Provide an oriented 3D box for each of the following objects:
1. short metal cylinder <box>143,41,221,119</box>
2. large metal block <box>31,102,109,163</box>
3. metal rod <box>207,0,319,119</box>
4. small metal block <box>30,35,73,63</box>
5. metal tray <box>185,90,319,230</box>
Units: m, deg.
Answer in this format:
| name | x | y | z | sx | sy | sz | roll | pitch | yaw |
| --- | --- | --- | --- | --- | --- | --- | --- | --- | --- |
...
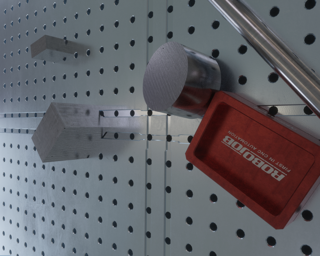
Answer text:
| name | x | y | z | sx | sy | sz | roll | pitch | yaw |
| --- | --- | --- | --- | --- | --- | --- | --- | --- | --- |
| short metal cylinder | 0.024 | -0.054 | 0.361 | 0.080 | 0.050 | 0.080 | -17 | 68 | 50 |
| large metal block | -0.142 | 0.007 | 0.491 | 0.080 | 0.081 | 0.050 | -50 | 61 | 28 |
| metal rod | 0.102 | -0.098 | 0.325 | 0.025 | 0.025 | 0.299 | -48 | 62 | 29 |
| small metal block | -0.194 | -0.140 | 0.553 | 0.050 | 0.050 | 0.025 | -14 | 82 | 39 |
| metal tray | 0.097 | 0.028 | 0.325 | 0.130 | 0.030 | 0.089 | 37 | 113 | 33 |
